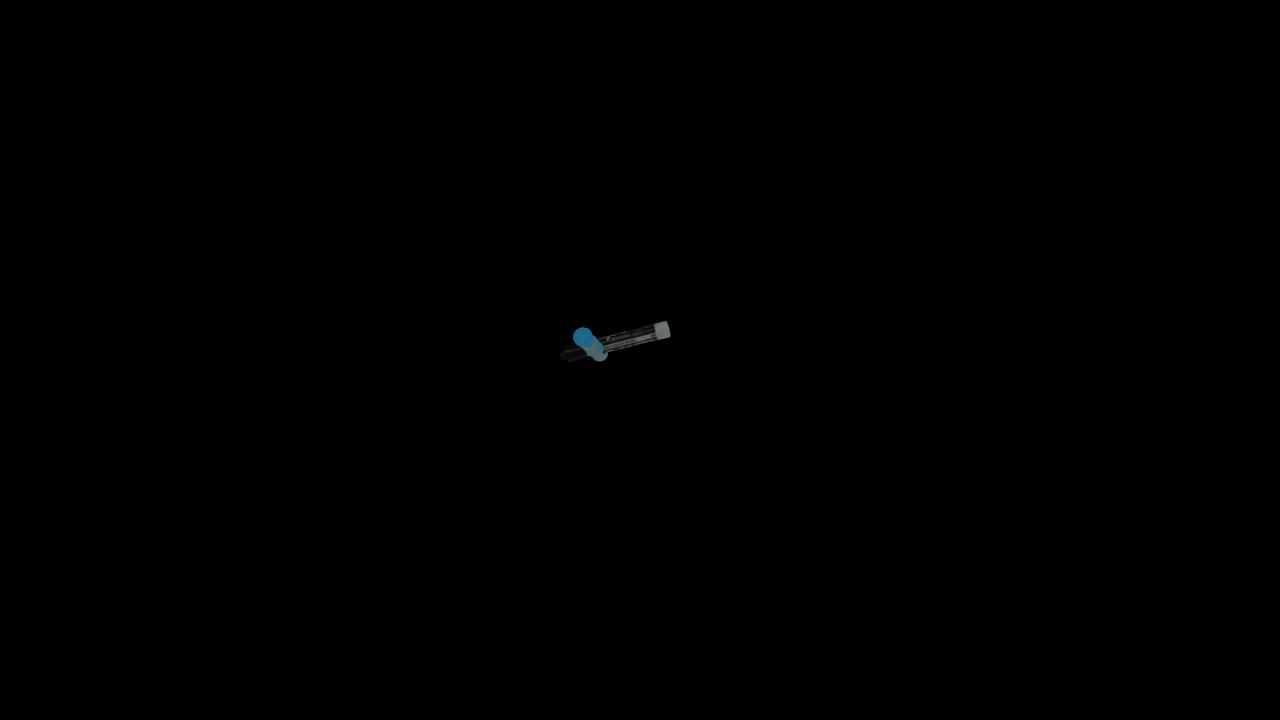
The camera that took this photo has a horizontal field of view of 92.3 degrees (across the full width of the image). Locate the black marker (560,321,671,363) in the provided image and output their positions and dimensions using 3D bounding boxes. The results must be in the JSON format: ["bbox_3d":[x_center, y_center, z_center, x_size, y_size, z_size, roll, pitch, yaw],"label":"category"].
[{"bbox_3d":[-0.027,-0.019,0.668,0.121,0.020,0.020,-14,0,-2],"label":"black marker"}]

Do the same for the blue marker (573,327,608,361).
[{"bbox_3d":[-0.050,-0.015,0.637,0.020,0.020,0.121,0,-7,4],"label":"blue marker"}]
